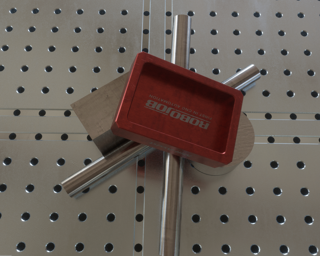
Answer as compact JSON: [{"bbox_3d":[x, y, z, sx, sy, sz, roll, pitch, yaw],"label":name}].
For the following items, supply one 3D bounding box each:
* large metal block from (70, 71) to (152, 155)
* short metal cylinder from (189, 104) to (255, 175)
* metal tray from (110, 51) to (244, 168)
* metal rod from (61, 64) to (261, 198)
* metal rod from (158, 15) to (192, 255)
[{"bbox_3d":[-0.054,-0.014,0.386,0.080,0.080,0.050,-32,74,-11],"label":"large metal block"},{"bbox_3d":[0.072,0.016,0.392,0.081,0.050,0.080,0,70,0],"label":"short metal cylinder"},{"bbox_3d":[0.022,-0.018,0.341,0.131,0.030,0.090,19,70,-13],"label":"metal tray"},{"bbox_3d":[0.010,-0.002,0.413,0.301,0.025,0.025,-32,74,-12],"label":"metal rod"},{"bbox_3d":[0.020,0.000,0.388,0.025,0.025,0.299,4,79,1],"label":"metal rod"}]
